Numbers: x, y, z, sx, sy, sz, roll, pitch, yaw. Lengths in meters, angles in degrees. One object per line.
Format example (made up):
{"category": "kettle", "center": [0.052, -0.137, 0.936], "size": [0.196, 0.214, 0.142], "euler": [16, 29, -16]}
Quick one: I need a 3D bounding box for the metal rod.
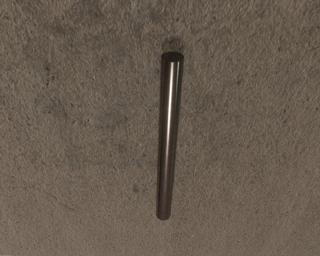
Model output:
{"category": "metal rod", "center": [0.010, 0.035, 0.437], "size": [0.025, 0.025, 0.298], "euler": [1, 130, -1]}
